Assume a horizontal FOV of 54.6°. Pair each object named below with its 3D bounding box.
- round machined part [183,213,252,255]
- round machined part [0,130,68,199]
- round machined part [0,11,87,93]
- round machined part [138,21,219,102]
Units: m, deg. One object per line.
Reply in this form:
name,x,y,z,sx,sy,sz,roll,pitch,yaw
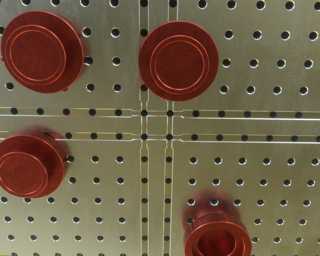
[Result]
round machined part,0.084,0.168,0.467,0.099,0.042,0.097,0,110,0
round machined part,-0.181,0.055,0.423,0.099,0.042,0.097,0,110,0
round machined part,-0.141,-0.089,0.371,0.099,0.042,0.097,0,110,0
round machined part,0.023,-0.079,0.375,0.099,0.042,0.097,0,110,0
